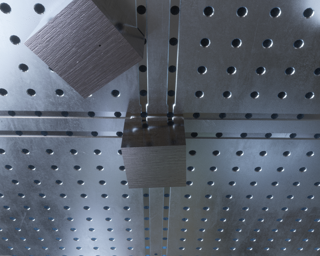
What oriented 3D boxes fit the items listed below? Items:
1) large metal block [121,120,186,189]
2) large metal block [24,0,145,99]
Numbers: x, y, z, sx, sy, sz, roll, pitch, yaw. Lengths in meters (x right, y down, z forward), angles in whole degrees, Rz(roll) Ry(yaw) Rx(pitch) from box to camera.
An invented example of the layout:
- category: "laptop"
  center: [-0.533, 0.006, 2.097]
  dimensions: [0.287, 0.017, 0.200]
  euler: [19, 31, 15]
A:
- category: "large metal block"
  center: [-0.006, 0.037, 0.426]
  dimensions: [0.080, 0.050, 0.080]
  euler: [-3, 130, 2]
- category: "large metal block"
  center: [-0.073, -0.090, 0.318]
  dimensions: [0.080, 0.050, 0.080]
  euler: [-30, 124, 23]
